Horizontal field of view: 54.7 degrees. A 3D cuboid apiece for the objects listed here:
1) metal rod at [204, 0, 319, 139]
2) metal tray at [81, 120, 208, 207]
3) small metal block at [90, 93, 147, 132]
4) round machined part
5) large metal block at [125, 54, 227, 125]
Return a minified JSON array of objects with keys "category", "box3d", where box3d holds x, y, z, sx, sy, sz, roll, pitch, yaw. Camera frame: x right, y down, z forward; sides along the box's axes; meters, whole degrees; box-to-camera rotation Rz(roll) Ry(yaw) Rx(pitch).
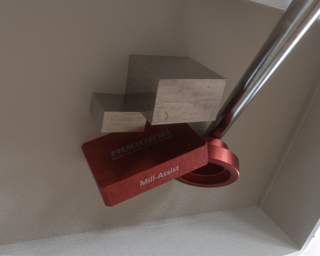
[{"category":"metal rod","box3d":[0.101,-0.050,0.341,0.025,0.025,0.298,-15,155,-20]},{"category":"metal tray","box3d":[-0.019,0.031,0.376,0.131,0.090,0.030,-21,127,-16]},{"category":"small metal block","box3d":[-0.048,-0.018,0.356,0.050,0.050,0.025,0,119,-29]},{"category":"round machined part","box3d":[0.062,0.046,0.441,0.099,0.042,0.098,6,148,4]},{"category":"large metal block","box3d":[0.014,-0.047,0.354,0.081,0.080,0.050,-4,120,-27]}]
